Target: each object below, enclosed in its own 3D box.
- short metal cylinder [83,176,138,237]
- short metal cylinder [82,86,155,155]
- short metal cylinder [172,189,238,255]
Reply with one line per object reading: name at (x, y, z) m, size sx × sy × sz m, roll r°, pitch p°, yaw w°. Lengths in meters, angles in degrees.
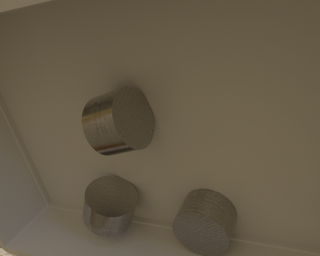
short metal cylinder at (-0.079, 0.122, 0.488) m, size 0.080 × 0.080 × 0.050 m, roll 24°, pitch 127°, yaw 13°
short metal cylinder at (-0.051, -0.008, 0.394) m, size 0.050 × 0.080 × 0.080 m, roll -14°, pitch 111°, yaw 33°
short metal cylinder at (0.064, 0.134, 0.440) m, size 0.080 × 0.050 × 0.079 m, roll 13°, pitch 124°, yaw 20°
